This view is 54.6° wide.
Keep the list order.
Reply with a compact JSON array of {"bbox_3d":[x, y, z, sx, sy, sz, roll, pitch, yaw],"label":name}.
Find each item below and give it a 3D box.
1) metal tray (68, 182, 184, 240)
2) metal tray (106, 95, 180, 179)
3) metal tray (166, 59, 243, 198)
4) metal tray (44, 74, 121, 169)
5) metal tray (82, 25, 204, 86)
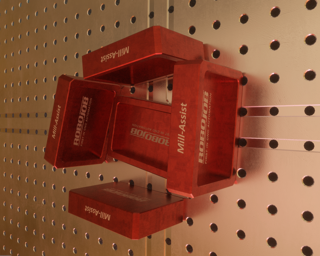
[{"bbox_3d":[-0.046,0.102,0.406,0.130,0.091,0.030,5,94,40],"label":"metal tray"},{"bbox_3d":[-0.014,0.009,0.418,0.130,0.030,0.089,15,99,39],"label":"metal tray"},{"bbox_3d":[0.050,0.000,0.326,0.030,0.091,0.129,6,94,40],"label":"metal tray"},{"bbox_3d":[-0.114,-0.008,0.462,0.030,0.091,0.129,23,105,38],"label":"metal tray"},{"bbox_3d":[-0.022,-0.083,0.386,0.130,0.091,0.030,-8,85,40],"label":"metal tray"}]
